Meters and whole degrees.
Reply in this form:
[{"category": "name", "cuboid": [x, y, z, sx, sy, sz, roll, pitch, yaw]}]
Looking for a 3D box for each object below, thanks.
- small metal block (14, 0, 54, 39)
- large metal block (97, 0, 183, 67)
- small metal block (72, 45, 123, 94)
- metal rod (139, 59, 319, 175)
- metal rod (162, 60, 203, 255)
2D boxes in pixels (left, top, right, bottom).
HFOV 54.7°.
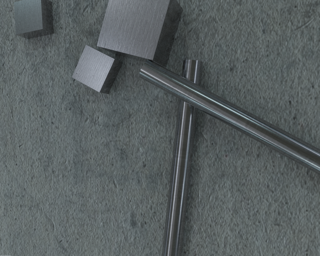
[{"category": "small metal block", "cuboid": [-0.193, -0.169, 0.475, 0.050, 0.025, 0.050, -4, 89, 19]}, {"category": "large metal block", "cuboid": [-0.025, -0.131, 0.404, 0.080, 0.050, 0.080, 18, 96, 18]}, {"category": "small metal block", "cuboid": [-0.089, -0.082, 0.439, 0.050, 0.025, 0.050, 29, 99, 17]}, {"category": "metal rod", "cuboid": [0.110, 0.000, 0.353, 0.301, 0.025, 0.025, 30, 100, 10]}, {"category": "metal rod", "cuboid": [0.026, 0.064, 0.399, 0.025, 0.025, 0.298, 7, 92, 19]}]
